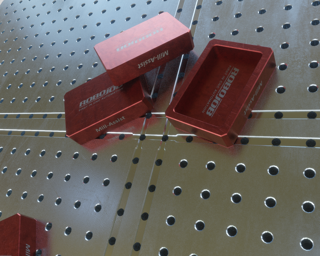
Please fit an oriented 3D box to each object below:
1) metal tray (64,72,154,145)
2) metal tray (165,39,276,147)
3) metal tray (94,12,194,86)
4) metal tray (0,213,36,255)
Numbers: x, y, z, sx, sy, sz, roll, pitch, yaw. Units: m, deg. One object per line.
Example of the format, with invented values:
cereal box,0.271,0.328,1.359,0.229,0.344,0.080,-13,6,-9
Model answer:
metal tray,-0.082,-0.040,0.471,0.130,0.030,0.090,-25,53,12
metal tray,0.077,-0.049,0.394,0.090,0.030,0.130,22,73,35
metal tray,-0.026,-0.122,0.467,0.131,0.030,0.090,-27,43,-6
metal tray,-0.205,0.187,0.395,0.090,0.030,0.130,-25,53,12
